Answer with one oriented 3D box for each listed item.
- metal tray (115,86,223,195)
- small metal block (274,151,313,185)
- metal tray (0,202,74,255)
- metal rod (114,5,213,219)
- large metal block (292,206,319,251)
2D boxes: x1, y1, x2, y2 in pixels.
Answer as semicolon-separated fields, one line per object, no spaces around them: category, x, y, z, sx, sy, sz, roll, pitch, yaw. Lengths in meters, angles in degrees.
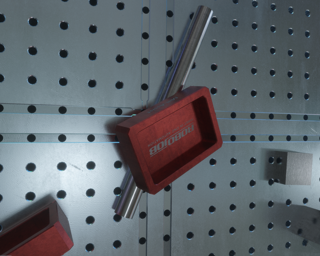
metal tray;0.017;0.011;0.392;0.131;0.030;0.090;-30;114;-29
small metal block;0.211;0.063;0.490;0.050;0.025;0.050;5;88;-20
metal tray;-0.158;0.134;0.319;0.131;0.090;0.030;-31;100;-17
metal rod;0.008;-0.027;0.415;0.025;0.025;0.299;24;82;-19
large metal block;0.274;0.172;0.484;0.080;0.080;0.050;35;79;-17
